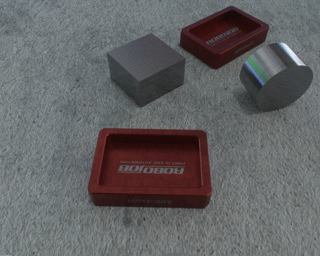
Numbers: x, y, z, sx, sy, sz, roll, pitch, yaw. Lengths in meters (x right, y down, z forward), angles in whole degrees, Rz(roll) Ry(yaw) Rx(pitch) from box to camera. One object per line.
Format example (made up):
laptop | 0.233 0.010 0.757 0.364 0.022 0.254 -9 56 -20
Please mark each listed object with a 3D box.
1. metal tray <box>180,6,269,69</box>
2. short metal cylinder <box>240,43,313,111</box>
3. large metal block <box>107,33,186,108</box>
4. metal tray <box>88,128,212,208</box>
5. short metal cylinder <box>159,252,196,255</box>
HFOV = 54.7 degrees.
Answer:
metal tray | 0.111 -0.160 0.534 0.131 0.030 0.090 -32 57 -24
short metal cylinder | 0.159 -0.069 0.427 0.081 0.080 0.050 -13 51 -11
large metal block | -0.020 -0.088 0.461 0.081 0.050 0.080 -31 57 -24
metal tray | -0.010 0.044 0.362 0.131 0.030 0.090 1 50 1
short metal cylinder | 0.015 0.153 0.259 0.081 0.050 0.080 0 50 0
